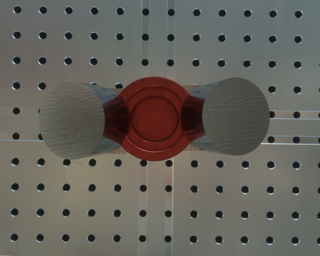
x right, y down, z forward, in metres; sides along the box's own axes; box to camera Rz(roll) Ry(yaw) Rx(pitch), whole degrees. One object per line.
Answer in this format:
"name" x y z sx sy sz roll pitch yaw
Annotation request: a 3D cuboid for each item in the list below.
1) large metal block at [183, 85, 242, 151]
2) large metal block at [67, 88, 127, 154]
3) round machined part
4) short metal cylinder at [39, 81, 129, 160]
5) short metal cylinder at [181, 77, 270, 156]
"large metal block" 0.069 -0.013 0.401 0.081 0.050 0.080 -1 90 0
"large metal block" -0.081 -0.009 0.400 0.081 0.050 0.080 1 90 0
"round machined part" -0.006 -0.011 0.375 0.099 0.042 0.097 0 90 0
"short metal cylinder" -0.082 -0.008 0.337 0.080 0.050 0.079 0 91 21
"short metal cylinder" 0.070 -0.012 0.338 0.081 0.050 0.080 0 90 -20
